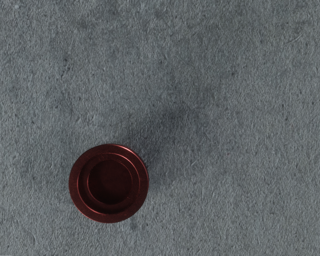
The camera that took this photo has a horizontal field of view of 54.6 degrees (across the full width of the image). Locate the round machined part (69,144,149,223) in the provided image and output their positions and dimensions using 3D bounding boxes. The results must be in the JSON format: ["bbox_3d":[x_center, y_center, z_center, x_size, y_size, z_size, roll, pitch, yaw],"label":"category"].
[{"bbox_3d":[-0.063,0.069,0.401,0.099,0.042,0.097,0,90,0],"label":"round machined part"}]
